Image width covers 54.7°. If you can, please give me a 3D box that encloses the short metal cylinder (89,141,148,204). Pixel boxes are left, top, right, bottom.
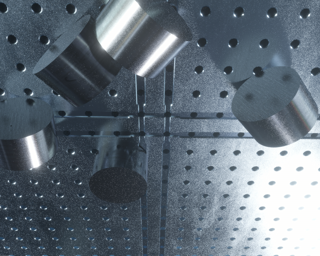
[{"bbox_3d":[-0.058,0.065,0.450,0.081,0.050,0.079,0,130,0],"label":"short metal cylinder"}]

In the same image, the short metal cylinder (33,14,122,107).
[{"bbox_3d":[-0.081,-0.068,0.316,0.080,0.080,0.050,-31,124,23],"label":"short metal cylinder"}]

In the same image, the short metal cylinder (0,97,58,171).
[{"bbox_3d":[-0.169,0.005,0.378,0.081,0.080,0.050,3,130,-4],"label":"short metal cylinder"}]

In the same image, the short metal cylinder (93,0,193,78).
[{"bbox_3d":[-0.016,-0.094,0.295,0.080,0.080,0.050,32,123,-25],"label":"short metal cylinder"}]

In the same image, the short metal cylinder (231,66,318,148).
[{"bbox_3d":[0.131,-0.024,0.357,0.080,0.080,0.050,-32,124,24],"label":"short metal cylinder"}]
